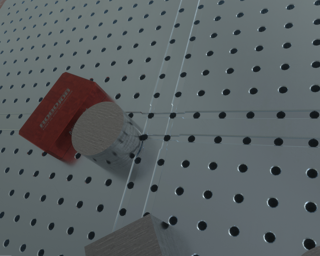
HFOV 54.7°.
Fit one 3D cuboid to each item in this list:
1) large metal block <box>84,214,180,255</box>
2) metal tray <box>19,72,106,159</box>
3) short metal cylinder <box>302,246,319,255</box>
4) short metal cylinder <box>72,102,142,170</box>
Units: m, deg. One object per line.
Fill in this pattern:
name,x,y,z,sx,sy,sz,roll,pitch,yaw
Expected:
large metal block,-0.023,0.147,0.314,0.080,0.050,0.080,-29,52,9
metal tray,-0.159,-0.024,0.503,0.090,0.030,0.130,22,73,36
short metal cylinder,0.141,0.134,0.236,0.080,0.050,0.080,-13,56,21
short metal cylinder,-0.072,0.011,0.423,0.080,0.050,0.080,-13,56,21
